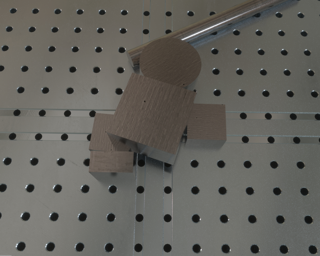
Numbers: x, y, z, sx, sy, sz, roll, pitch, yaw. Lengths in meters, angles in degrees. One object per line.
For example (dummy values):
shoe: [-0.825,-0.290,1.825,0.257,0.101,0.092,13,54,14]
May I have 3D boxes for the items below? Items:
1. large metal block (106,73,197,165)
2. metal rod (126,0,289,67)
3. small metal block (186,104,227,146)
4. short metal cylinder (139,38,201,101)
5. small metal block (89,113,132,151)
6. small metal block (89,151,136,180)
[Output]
large metal block: [-0.008,-0.010,0.376,0.080,0.050,0.080,18,71,6]
metal rod: [0.091,-0.163,0.472,0.302,0.025,0.025,-25,72,-10]
small metal block: [0.061,-0.005,0.414,0.050,0.025,0.050,2,70,0]
short metal cylinder: [0.012,-0.075,0.423,0.081,0.050,0.080,1,67,-3]
small metal block: [-0.062,0.010,0.407,0.050,0.025,0.050,6,70,2]
small metal block: [-0.056,0.047,0.381,0.050,0.050,0.025,1,70,0]
